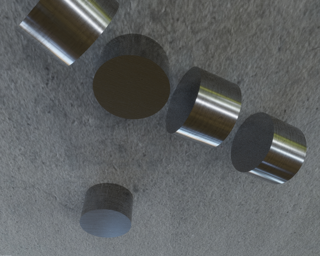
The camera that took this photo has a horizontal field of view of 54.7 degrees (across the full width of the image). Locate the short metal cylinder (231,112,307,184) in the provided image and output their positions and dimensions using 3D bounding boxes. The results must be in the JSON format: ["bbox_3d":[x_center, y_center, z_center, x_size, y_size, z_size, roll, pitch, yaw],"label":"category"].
[{"bbox_3d":[0.136,0.026,0.396,0.050,0.080,0.080,22,127,-18],"label":"short metal cylinder"}]

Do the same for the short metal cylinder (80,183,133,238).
[{"bbox_3d":[-0.085,0.135,0.504,0.081,0.050,0.079,0,130,0],"label":"short metal cylinder"}]

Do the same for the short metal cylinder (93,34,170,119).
[{"bbox_3d":[-0.030,-0.056,0.343,0.081,0.050,0.079,0,130,0],"label":"short metal cylinder"}]

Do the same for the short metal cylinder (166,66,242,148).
[{"bbox_3d":[0.047,-0.023,0.352,0.050,0.080,0.079,20,127,-17],"label":"short metal cylinder"}]

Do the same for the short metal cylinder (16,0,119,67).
[{"bbox_3d":[-0.083,-0.103,0.283,0.080,0.080,0.050,-35,122,25],"label":"short metal cylinder"}]
